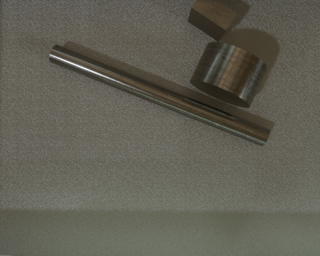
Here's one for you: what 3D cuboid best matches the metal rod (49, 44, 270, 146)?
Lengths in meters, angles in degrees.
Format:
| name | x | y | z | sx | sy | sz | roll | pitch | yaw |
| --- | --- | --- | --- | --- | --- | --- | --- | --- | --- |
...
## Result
| name | x | y | z | sx | sy | sz | roll | pitch | yaw |
| --- | --- | --- | --- | --- | --- | --- | --- | --- | --- |
| metal rod | 0.000 | -0.043 | 0.411 | 0.301 | 0.025 | 0.025 | 22 | 90 | -1 |

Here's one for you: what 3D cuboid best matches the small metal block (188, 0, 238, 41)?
| name | x | y | z | sx | sy | sz | roll | pitch | yaw |
| --- | --- | --- | --- | --- | --- | --- | --- | --- | --- |
| small metal block | 0.066 | -0.143 | 0.400 | 0.050 | 0.050 | 0.025 | 34 | 90 | -1 |

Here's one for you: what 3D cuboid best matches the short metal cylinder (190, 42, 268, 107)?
| name | x | y | z | sx | sy | sz | roll | pitch | yaw |
| --- | --- | --- | --- | --- | --- | --- | --- | --- | --- |
| short metal cylinder | 0.084 | -0.065 | 0.385 | 0.080 | 0.080 | 0.050 | 25 | 90 | -1 |
